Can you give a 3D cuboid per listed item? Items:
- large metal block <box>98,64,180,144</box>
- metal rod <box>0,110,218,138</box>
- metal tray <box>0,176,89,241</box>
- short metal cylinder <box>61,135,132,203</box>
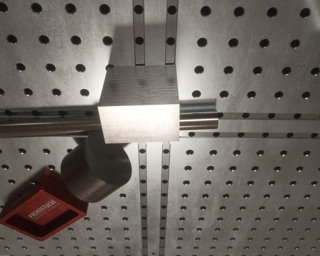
[{"bbox_3d":[-0.020,-0.029,0.351,0.081,0.080,0.050,-2,130,1],"label":"large metal block"},{"bbox_3d":[-0.077,-0.005,0.406,0.302,0.025,0.025,-3,130,1],"label":"metal rod"},{"bbox_3d":[-0.197,0.140,0.524,0.130,0.030,0.090,-34,123,25],"label":"metal tray"},{"bbox_3d":[-0.085,0.054,0.420,0.050,0.080,0.080,-37,121,27],"label":"short metal cylinder"}]
